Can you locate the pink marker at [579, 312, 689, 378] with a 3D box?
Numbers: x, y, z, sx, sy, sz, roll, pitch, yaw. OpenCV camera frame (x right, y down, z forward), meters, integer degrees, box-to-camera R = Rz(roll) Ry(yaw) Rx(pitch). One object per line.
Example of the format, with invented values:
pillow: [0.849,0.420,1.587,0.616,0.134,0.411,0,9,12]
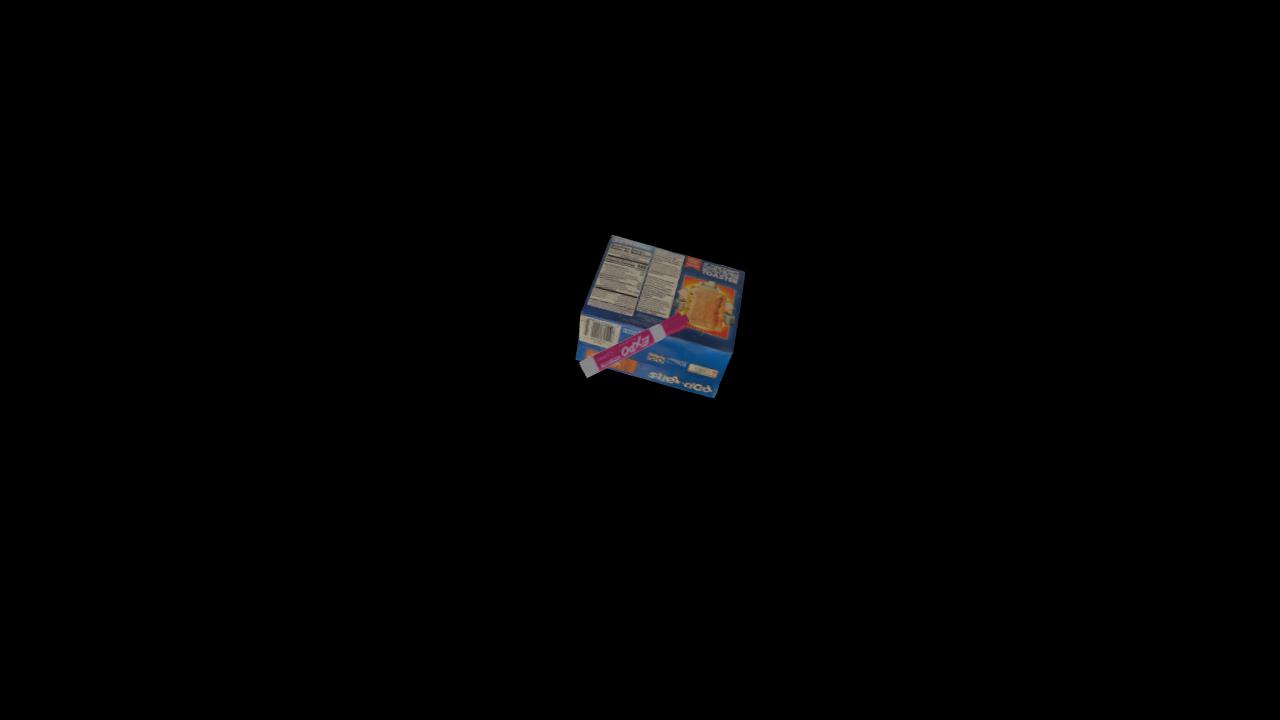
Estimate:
pink marker: [-0.005,-0.017,0.633,0.121,0.020,0.020,-27,2,-3]

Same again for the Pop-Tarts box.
Pop-Tarts box: [0.025,-0.052,0.712,0.167,0.141,0.083,16,-41,0]
